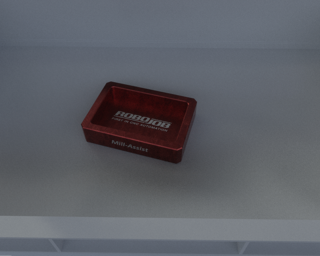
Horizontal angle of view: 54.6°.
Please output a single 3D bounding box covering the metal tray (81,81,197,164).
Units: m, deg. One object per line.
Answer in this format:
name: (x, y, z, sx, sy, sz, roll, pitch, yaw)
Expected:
metal tray: (-0.025, -0.011, 0.410, 0.130, 0.030, 0.090, 13, 51, 10)
